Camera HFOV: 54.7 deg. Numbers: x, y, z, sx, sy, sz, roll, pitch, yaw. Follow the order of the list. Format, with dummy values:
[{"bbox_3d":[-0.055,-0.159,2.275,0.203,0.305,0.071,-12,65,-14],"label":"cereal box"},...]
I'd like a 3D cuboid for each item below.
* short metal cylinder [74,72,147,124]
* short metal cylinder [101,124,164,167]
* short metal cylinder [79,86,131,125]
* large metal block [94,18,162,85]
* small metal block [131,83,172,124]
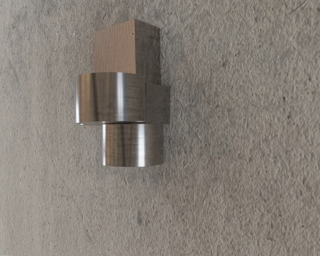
[{"bbox_3d":[-0.056,-0.031,0.352,0.080,0.081,0.050,-3,89,40],"label":"short metal cylinder"},{"bbox_3d":[-0.035,0.020,0.401,0.080,0.081,0.050,0,90,40],"label":"short metal cylinder"},{"bbox_3d":[-0.071,-0.030,0.430,0.080,0.081,0.050,-3,89,40],"label":"short metal cylinder"},{"bbox_3d":[-0.045,-0.095,0.429,0.080,0.050,0.080,-2,89,40],"label":"large metal block"},{"bbox_3d":[-0.010,-0.030,0.401,0.025,0.050,0.050,1,91,40],"label":"small metal block"}]
